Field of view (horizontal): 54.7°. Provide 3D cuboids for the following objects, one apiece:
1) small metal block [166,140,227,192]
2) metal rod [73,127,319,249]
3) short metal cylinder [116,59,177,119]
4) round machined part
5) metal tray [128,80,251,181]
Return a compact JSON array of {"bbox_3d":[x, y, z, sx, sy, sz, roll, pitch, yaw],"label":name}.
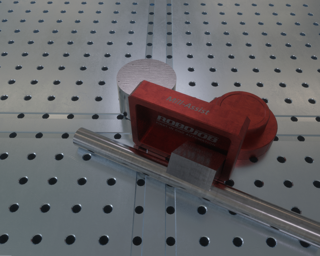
[{"bbox_3d":[0.042,0.040,0.344,0.050,0.025,0.050,22,21,19],"label":"small metal block"},{"bbox_3d":[0.032,0.061,0.356,0.301,0.025,0.025,20,53,16],"label":"metal rod"},{"bbox_3d":[-0.018,-0.052,0.435,0.081,0.050,0.080,1,50,-1],"label":"short metal cylinder"},{"bbox_3d":[0.105,-0.011,0.406,0.099,0.042,0.098,0,50,0],"label":"round machined part"},{"bbox_3d":[0.029,0.004,0.361,0.130,0.089,0.030,21,53,17],"label":"metal tray"}]
